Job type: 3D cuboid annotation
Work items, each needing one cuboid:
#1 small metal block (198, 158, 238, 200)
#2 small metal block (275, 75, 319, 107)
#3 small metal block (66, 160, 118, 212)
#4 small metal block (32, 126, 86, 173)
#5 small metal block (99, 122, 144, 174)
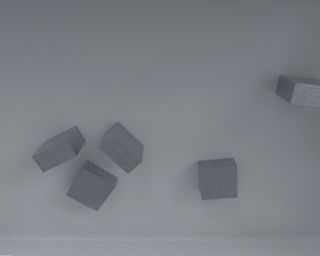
[{"bbox_3d":[0.082,0.072,0.438,0.050,0.025,0.050,-5,110,2],"label":"small metal block"},{"bbox_3d":[0.179,-0.046,0.382,0.050,0.050,0.025,6,110,-3],"label":"small metal block"},{"bbox_3d":[-0.096,0.083,0.441,0.050,0.025,0.050,33,107,-12],"label":"small metal block"},{"bbox_3d":[-0.131,0.026,0.406,0.050,0.050,0.025,-26,108,9],"label":"small metal block"},{"bbox_3d":[-0.049,0.025,0.406,0.025,0.050,0.050,-42,105,14],"label":"small metal block"}]
